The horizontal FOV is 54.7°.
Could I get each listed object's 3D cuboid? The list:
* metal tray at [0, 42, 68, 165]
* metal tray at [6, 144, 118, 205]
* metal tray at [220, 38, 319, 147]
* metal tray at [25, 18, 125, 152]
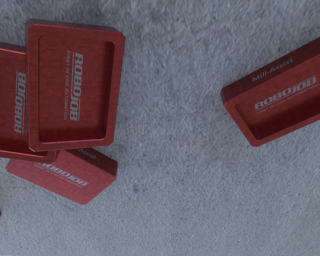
[{"bbox_3d":[-0.159,-0.026,0.356,0.091,0.030,0.129,10,113,-9],"label":"metal tray"},{"bbox_3d":[-0.139,0.056,0.450,0.130,0.030,0.090,33,122,-26],"label":"metal tray"},{"bbox_3d":[0.152,-0.037,0.374,0.130,0.030,0.090,-28,125,21],"label":"metal tray"},{"bbox_3d":[-0.091,-0.041,0.325,0.091,0.030,0.129,-3,118,-27],"label":"metal tray"}]
